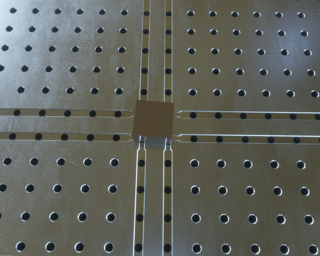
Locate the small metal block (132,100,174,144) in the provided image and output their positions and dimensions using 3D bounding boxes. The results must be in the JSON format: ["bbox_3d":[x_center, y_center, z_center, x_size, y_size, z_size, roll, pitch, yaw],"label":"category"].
[{"bbox_3d":[-0.008,-0.008,0.414,0.050,0.025,0.050,5,70,1],"label":"small metal block"}]
